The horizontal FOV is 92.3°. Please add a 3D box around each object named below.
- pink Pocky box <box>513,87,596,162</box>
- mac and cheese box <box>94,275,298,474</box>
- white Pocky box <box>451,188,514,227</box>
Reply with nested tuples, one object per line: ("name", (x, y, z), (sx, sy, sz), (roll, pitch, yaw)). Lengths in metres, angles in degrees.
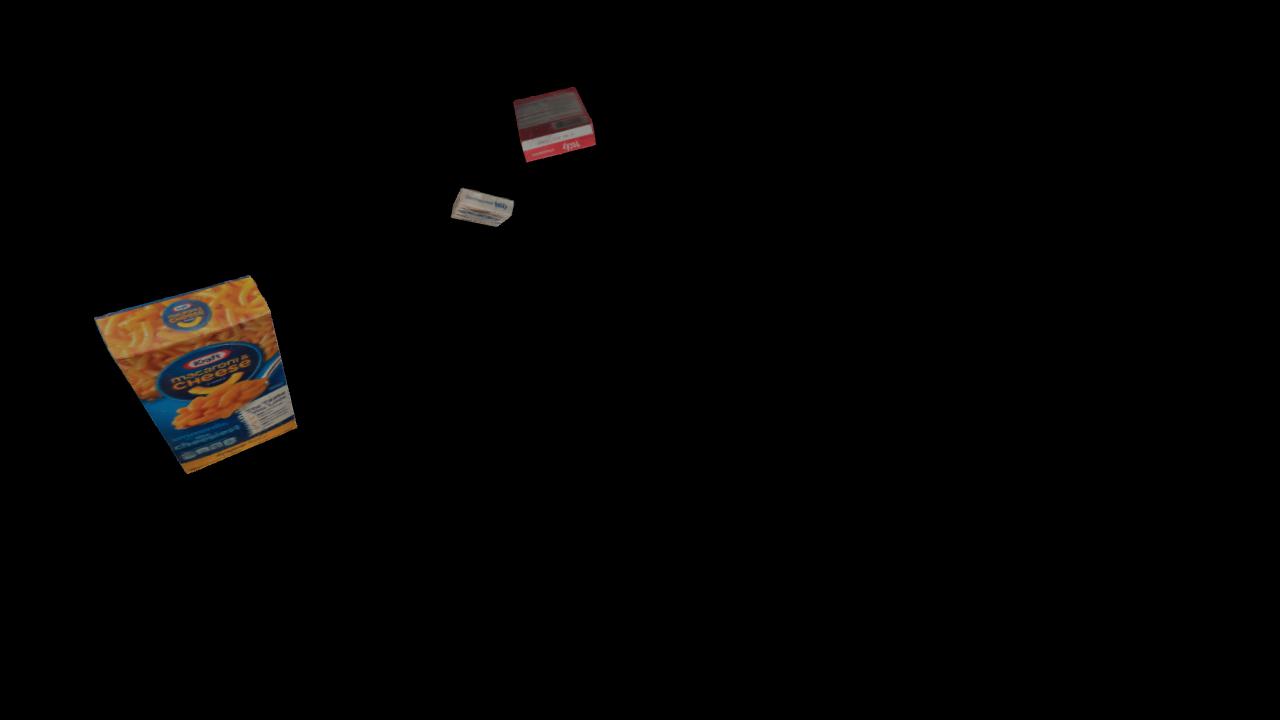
("pink Pocky box", (-0.106, -0.287, 0.742), (0.084, 0.029, 0.155), (-15, 40, -4))
("mac and cheese box", (-0.327, 0.018, 0.474), (0.093, 0.041, 0.184), (-26, -19, -33))
("white Pocky box", (-0.260, -0.247, 1.007), (0.084, 0.028, 0.154), (9, 1, -22))
